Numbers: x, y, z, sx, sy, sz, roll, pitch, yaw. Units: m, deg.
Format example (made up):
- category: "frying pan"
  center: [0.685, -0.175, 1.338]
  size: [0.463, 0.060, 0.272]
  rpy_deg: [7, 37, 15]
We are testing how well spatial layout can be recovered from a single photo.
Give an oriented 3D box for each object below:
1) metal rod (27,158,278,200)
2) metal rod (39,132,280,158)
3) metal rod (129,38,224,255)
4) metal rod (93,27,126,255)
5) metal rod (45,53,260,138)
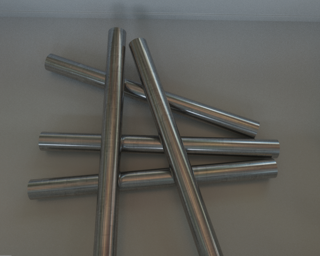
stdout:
- category: "metal rod"
  center: [-0.007, 0.063, 0.385]
  size: [0.302, 0.025, 0.025]
  rpy_deg: [-5, 70, -2]
- category: "metal rod"
  center: [-0.001, 0.022, 0.400]
  size: [0.302, 0.025, 0.025]
  rpy_deg: [2, 70, 0]
- category: "metal rod"
  center: [0.015, 0.019, 0.375]
  size: [0.025, 0.025, 0.299]
  rpy_deg: [-17, 71, -6]
- category: "metal rod"
  center: [-0.059, 0.009, 0.377]
  size: [0.025, 0.025, 0.299]
  rpy_deg: [0, 70, 0]
- category: "metal rod"
  center: [-0.015, -0.045, 0.424]
  size: [0.301, 0.025, 0.025]
  rpy_deg: [19, 71, 6]
